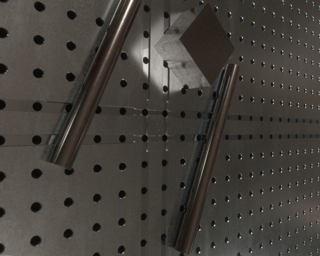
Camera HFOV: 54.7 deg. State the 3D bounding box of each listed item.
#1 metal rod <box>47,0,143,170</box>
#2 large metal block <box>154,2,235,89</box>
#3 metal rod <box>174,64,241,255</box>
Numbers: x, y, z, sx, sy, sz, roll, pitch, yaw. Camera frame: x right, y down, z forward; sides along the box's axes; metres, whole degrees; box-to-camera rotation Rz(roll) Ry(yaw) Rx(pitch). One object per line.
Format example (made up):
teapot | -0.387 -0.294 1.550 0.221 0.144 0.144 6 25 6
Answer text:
metal rod | -0.057 -0.096 0.362 0.025 0.025 0.299 31 70 -36
large metal block | 0.051 -0.113 0.438 0.080 0.050 0.080 50 61 -29
metal rod | 0.077 0.038 0.476 0.025 0.025 0.299 29 72 -37
